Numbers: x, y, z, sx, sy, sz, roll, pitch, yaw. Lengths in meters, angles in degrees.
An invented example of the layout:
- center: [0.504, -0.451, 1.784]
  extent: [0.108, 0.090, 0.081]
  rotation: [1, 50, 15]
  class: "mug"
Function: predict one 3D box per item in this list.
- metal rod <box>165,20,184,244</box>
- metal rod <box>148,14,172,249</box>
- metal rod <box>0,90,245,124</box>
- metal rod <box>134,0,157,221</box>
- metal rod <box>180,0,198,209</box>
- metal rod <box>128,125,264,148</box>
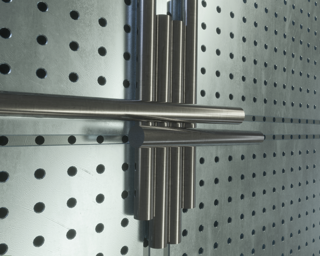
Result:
- center: [0.019, 0.005, 0.425]
  extent: [0.025, 0.025, 0.298]
  rotation: [1, 89, -40]
  class: "metal rod"
- center: [0.000, 0.004, 0.407]
  extent: [0.025, 0.025, 0.298]
  rotation: [2, 89, -40]
  class: "metal rod"
- center: [-0.019, -0.020, 0.362]
  extent: [0.302, 0.025, 0.025]
  rotation: [1, 90, -31]
  class: "metal rod"
- center: [-0.019, -0.036, 0.391]
  extent: [0.025, 0.025, 0.298]
  rotation: [1, 89, -40]
  class: "metal rod"
- center: [0.040, -0.038, 0.440]
  extent: [0.025, 0.025, 0.298]
  rotation: [1, 89, -40]
  class: "metal rod"
- center: [0.075, 0.013, 0.444]
  extent: [0.302, 0.025, 0.025]
  rotation: [2, 89, -48]
  class: "metal rod"
